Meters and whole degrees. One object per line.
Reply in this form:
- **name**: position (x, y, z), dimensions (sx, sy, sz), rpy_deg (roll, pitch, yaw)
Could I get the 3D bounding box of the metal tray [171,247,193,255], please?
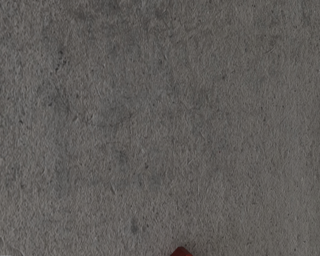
- **metal tray**: position (0.015, 0.238, 0.412), dimensions (0.130, 0.030, 0.090), rpy_deg (-43, 104, -15)
